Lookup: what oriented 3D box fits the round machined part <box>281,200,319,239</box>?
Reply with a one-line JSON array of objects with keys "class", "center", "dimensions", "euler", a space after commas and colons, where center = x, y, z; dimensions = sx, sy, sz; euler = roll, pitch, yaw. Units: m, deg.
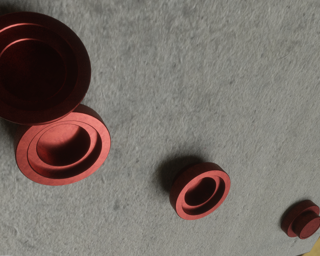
[{"class": "round machined part", "center": [0.334, 0.218, 0.718], "dimensions": [0.099, 0.042, 0.097], "euler": [-14, 125, -21]}]

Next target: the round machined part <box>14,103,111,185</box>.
[{"class": "round machined part", "center": [-0.108, 0.013, 0.343], "dimensions": [0.099, 0.042, 0.097], "euler": [-16, 129, -20]}]

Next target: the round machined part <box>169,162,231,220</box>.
[{"class": "round machined part", "center": [0.058, 0.093, 0.488], "dimensions": [0.099, 0.042, 0.097], "euler": [-14, 125, -21]}]

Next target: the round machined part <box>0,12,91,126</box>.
[{"class": "round machined part", "center": [-0.116, -0.050, 0.283], "dimensions": [0.099, 0.042, 0.097], "euler": [1, 86, -21]}]
